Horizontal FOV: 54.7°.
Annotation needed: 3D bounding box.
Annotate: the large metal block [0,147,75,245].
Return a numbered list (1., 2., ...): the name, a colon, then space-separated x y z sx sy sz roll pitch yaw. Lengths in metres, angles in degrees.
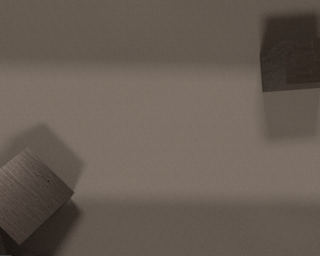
1. large metal block: -0.166 0.084 0.381 0.080 0.050 0.080 45 61 -1

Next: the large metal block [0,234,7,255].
1. large metal block: -0.236 0.127 0.345 0.080 0.081 0.050 22 124 34

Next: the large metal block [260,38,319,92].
1. large metal block: 0.179 -0.077 0.386 0.081 0.080 0.050 -5 90 -1
